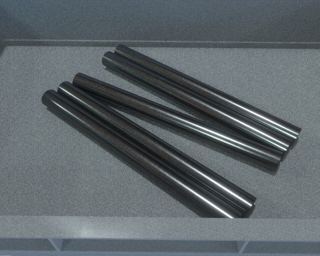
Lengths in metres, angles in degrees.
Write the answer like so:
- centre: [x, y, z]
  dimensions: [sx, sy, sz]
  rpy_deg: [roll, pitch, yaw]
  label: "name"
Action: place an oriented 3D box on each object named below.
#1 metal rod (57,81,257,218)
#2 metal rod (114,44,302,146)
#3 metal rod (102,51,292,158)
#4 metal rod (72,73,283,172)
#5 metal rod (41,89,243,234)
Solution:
- centre: [-0.021, 0.015, 0.391]
  dimensions: [0.300, 0.025, 0.025]
  rpy_deg: [31, 57, 23]
  label: "metal rod"
- centre: [0.054, -0.057, 0.451]
  dimensions: [0.300, 0.025, 0.025]
  rpy_deg: [30, 56, 22]
  label: "metal rod"
- centre: [0.036, -0.042, 0.439]
  dimensions: [0.300, 0.025, 0.025]
  rpy_deg: [30, 56, 22]
  label: "metal rod"
- centre: [0.010, -0.015, 0.416]
  dimensions: [0.301, 0.025, 0.025]
  rpy_deg: [23, 54, 18]
  label: "metal rod"
- centre: [-0.039, 0.028, 0.380]
  dimensions: [0.300, 0.025, 0.025]
  rpy_deg: [31, 57, 23]
  label: "metal rod"
